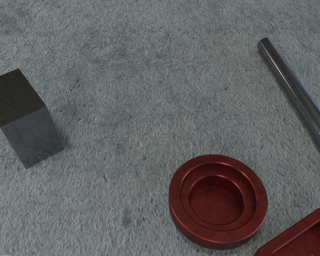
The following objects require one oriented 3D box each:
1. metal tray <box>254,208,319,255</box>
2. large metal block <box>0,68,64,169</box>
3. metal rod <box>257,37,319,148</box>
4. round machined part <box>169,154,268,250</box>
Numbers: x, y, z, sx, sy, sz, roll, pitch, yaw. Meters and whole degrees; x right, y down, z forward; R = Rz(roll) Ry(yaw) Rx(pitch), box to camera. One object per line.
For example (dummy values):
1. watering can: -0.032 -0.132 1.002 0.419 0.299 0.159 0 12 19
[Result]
1. metal tray: 0.159 0.148 0.276 0.091 0.030 0.130 -24 54 -19
2. large metal block: -0.167 -0.011 0.376 0.050 0.080 0.080 -30 57 -23
3. metal rod: 0.202 -0.029 0.429 0.025 0.025 0.300 -7 50 -6
4. round machined part: 0.058 0.079 0.326 0.099 0.042 0.098 0 50 0
